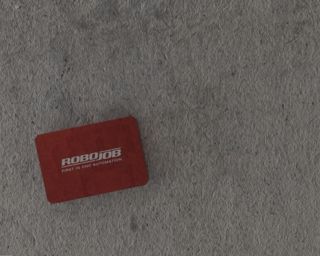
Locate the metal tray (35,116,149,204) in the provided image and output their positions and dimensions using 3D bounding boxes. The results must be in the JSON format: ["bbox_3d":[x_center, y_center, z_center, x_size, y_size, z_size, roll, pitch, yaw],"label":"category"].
[{"bbox_3d":[-0.087,0.040,0.407,0.131,0.030,0.090,-12,90,0],"label":"metal tray"}]
